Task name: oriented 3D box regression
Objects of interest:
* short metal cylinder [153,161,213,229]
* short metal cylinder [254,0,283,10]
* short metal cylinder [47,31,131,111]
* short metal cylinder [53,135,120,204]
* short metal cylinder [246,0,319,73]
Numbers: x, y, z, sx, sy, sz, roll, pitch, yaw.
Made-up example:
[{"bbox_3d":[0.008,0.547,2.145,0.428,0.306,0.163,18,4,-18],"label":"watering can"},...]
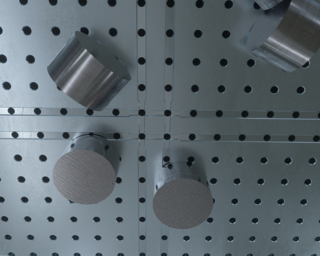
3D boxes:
[{"bbox_3d":[0.031,0.093,0.435,0.081,0.050,0.079,0,110,-1],"label":"short metal cylinder"},{"bbox_3d":[0.123,-0.172,0.322,0.050,0.080,0.080,41,105,-14],"label":"short metal cylinder"},{"bbox_3d":[-0.080,-0.065,0.359,0.080,0.080,0.050,41,105,-14],"label":"short metal cylinder"},{"bbox_3d":[-0.097,0.055,0.419,0.081,0.050,0.079,0,110,-1],"label":"short metal cylinder"},{"bbox_3d":[0.142,-0.109,0.346,0.050,0.080,0.080,26,108,-10],"label":"short metal cylinder"}]
